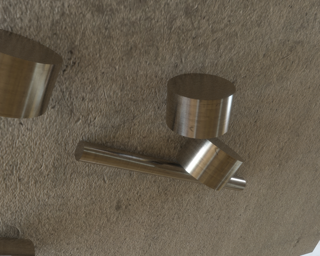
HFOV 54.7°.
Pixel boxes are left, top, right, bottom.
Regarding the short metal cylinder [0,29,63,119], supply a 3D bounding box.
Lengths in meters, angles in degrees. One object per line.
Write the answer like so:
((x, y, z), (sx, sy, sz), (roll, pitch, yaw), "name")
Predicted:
((-0.132, -0.050, 0.268), (0.081, 0.080, 0.050), (13, 112, -34), "short metal cylinder")

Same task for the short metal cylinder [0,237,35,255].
((-0.193, 0.174, 0.373), (0.050, 0.080, 0.080), (22, 106, -36), "short metal cylinder")

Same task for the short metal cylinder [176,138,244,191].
((0.070, 0.043, 0.436), (0.080, 0.080, 0.050), (26, 104, -37), "short metal cylinder")

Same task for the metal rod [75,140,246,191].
((0.022, 0.063, 0.457), (0.302, 0.025, 0.025), (17, 110, -35), "metal rod")

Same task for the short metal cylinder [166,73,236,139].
((0.048, -0.029, 0.379), (0.081, 0.080, 0.050), (-12, 124, -22), "short metal cylinder")
